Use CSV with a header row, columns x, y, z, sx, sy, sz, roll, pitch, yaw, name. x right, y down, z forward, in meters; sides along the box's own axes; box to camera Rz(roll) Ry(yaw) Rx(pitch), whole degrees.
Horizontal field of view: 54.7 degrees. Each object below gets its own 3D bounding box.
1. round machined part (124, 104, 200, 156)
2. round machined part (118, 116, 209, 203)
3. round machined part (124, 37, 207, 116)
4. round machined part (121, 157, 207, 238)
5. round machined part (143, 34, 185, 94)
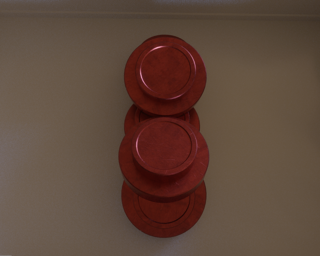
x,y,z,sx,sy,sz,roll,pitch,yaw,name
0.003,-0.004,0.401,0.099,0.042,0.098,0,69,0,round machined part
0.004,0.027,0.335,0.099,0.042,0.098,0,59,0,round machined part
0.006,-0.062,0.367,0.099,0.042,0.097,0,82,0,round machined part
0.004,0.077,0.356,0.099,0.042,0.097,0,85,0,round machined part
0.006,-0.089,0.420,0.099,0.042,0.098,0,54,0,round machined part
